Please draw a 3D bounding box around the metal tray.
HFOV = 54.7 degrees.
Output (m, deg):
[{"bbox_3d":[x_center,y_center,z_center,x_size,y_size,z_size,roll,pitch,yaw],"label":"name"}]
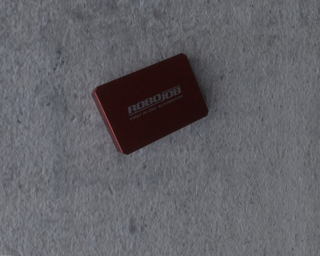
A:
[{"bbox_3d":[-0.010,-0.032,0.403,0.131,0.030,0.090,-26,99,-19],"label":"metal tray"}]
